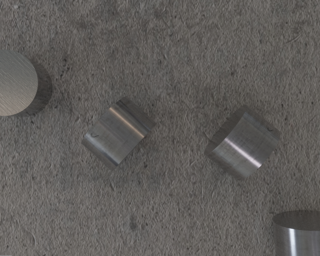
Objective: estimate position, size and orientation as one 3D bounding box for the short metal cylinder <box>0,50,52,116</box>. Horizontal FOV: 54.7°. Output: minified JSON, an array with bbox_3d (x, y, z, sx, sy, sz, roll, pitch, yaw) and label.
[{"bbox_3d":[-0.187,-0.054,0.396,0.081,0.050,0.080,0,90,0],"label":"short metal cylinder"}]

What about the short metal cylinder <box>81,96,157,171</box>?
[{"bbox_3d":[-0.049,0.007,0.382,0.050,0.080,0.080,43,90,0],"label":"short metal cylinder"}]

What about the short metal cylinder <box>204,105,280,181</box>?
[{"bbox_3d":[0.100,0.018,0.383,0.050,0.080,0.080,39,90,0],"label":"short metal cylinder"}]

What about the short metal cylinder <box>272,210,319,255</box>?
[{"bbox_3d":[0.184,0.138,0.384,0.080,0.080,0.050,-5,90,0],"label":"short metal cylinder"}]
